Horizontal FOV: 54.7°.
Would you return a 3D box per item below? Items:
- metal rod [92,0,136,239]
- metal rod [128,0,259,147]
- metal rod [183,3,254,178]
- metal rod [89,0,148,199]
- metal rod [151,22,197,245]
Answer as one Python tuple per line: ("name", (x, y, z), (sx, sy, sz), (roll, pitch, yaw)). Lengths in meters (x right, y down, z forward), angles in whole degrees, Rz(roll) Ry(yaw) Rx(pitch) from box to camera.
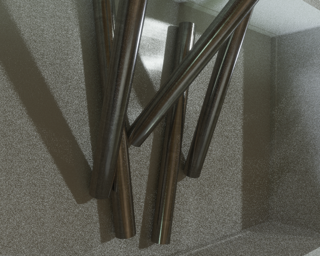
("metal rod", (-0.053, -0.020, 0.361), (0.025, 0.025, 0.298), (-8, 95, -40))
("metal rod", (0.057, -0.096, 0.342), (0.025, 0.025, 0.299), (27, 109, -37))
("metal rod", (0.078, -0.067, 0.389), (0.025, 0.025, 0.298), (-7, 121, -40))
("metal rod", (-0.036, -0.061, 0.296), (0.025, 0.025, 0.298), (-6, 119, -40))
("metal rod", (0.020, 0.002, 0.422), (0.025, 0.025, 0.298), (12, 82, -39))
